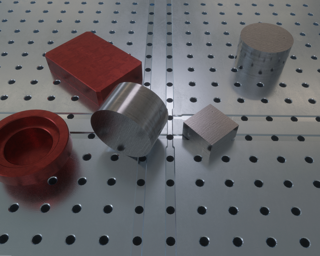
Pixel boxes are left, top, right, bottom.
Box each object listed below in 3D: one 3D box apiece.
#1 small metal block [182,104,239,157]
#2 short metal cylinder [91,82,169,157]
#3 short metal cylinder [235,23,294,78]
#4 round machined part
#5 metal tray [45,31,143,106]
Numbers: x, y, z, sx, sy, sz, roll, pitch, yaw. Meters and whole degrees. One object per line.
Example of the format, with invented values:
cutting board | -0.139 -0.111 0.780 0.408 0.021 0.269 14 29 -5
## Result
small metal block | 0.066 0.002 0.407 0.050 0.025 0.050 -33 58 -25
short metal cylinder | -0.036 -0.009 0.379 0.080 0.080 0.050 18 53 15
short metal cylinder | 0.165 -0.125 0.498 0.081 0.050 0.080 0 50 0
round machined part | -0.155 0.027 0.373 0.099 0.042 0.098 0 50 0
metal tray | -0.103 -0.097 0.485 0.130 0.030 0.090 35 58 25
